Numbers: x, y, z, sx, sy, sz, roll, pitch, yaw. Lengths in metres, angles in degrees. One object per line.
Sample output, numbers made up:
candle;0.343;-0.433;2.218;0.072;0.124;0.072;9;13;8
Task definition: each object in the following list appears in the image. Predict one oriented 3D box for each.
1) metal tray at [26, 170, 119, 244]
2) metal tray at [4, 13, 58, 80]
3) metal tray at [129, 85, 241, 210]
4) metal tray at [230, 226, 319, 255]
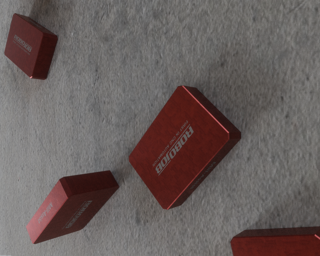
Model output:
metal tray;-0.132;0.119;0.468;0.129;0.091;0.030;-50;61;28
metal tray;-0.257;-0.162;0.610;0.130;0.030;0.089;36;112;33
metal tray;0.024;0.025;0.380;0.090;0.030;0.129;50;119;28
metal tray;0.127;0.165;0.296;0.090;0.030;0.129;-18;78;38
